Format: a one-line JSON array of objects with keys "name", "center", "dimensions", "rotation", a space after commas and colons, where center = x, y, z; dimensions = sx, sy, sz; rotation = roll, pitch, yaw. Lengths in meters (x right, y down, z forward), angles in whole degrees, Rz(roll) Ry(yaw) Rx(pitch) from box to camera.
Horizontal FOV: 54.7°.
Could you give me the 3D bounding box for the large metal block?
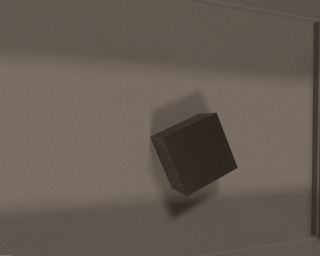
[{"name": "large metal block", "center": [0.045, 0.032, 0.415], "dimensions": [0.081, 0.050, 0.080], "rotation": [-25, 99, -19]}]
